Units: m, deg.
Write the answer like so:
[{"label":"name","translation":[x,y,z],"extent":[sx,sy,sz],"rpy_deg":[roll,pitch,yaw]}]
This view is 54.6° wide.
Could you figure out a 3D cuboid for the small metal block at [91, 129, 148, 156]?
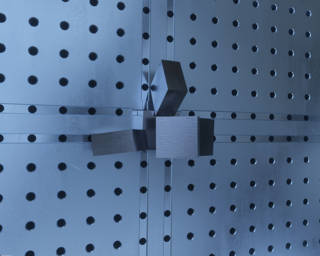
[{"label":"small metal block","translation":[-0.047,0.017,0.371],"extent":[0.050,0.050,0.025],"rpy_deg":[-7,87,15]}]

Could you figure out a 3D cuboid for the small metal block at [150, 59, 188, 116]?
[{"label":"small metal block","translation":[0.010,-0.049,0.392],"extent":[0.025,0.050,0.050],"rpy_deg":[3,53,-19]}]

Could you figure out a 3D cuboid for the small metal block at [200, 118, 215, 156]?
[{"label":"small metal block","translation":[0.049,0.012,0.419],"extent":[0.050,0.025,0.050],"rpy_deg":[4,88,-51]}]

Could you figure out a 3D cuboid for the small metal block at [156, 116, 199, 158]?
[{"label":"small metal block","translation":[0.023,0.011,0.382],"extent":[0.050,0.025,0.050],"rpy_deg":[0,90,13]}]

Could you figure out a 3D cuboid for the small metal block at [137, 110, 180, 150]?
[{"label":"small metal block","translation":[-0.003,0.003,0.412],"extent":[0.050,0.025,0.050],"rpy_deg":[3,89,-20]}]
